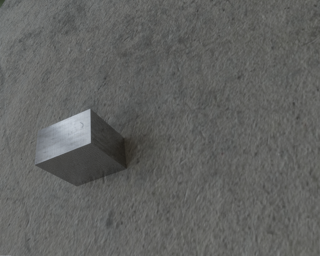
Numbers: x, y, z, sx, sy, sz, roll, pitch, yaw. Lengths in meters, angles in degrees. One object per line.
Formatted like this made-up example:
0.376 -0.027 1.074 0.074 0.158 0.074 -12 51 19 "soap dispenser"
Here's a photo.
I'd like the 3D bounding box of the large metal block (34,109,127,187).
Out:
-0.100 0.029 0.405 0.080 0.080 0.050 -21 54 16 "large metal block"
